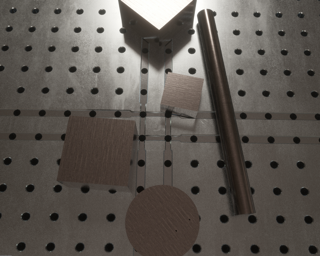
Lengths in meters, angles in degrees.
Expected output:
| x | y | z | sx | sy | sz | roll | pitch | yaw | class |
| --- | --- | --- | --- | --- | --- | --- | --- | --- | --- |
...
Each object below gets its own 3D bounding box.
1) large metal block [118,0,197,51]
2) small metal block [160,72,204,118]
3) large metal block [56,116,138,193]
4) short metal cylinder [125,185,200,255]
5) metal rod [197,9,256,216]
| x | y | z | sx | sy | sz | roll | pitch | yaw | class |
| --- | --- | --- | --- | --- | --- | --- | --- | --- | --- |
| -0.003 | -0.178 | 0.464 | 0.080 | 0.050 | 0.080 | 41 | 75 | 13 | large metal block |
| 0.030 | -0.045 | 0.429 | 0.050 | 0.025 | 0.050 | 12 | 70 | 4 | small metal block |
| -0.073 | 0.034 | 0.385 | 0.081 | 0.050 | 0.080 | 5 | 70 | 1 | large metal block |
| 0.003 | 0.110 | 0.358 | 0.081 | 0.050 | 0.080 | 0 | 70 | 0 | short metal cylinder |
| 0.086 | -0.035 | 0.425 | 0.025 | 0.025 | 0.299 | -6 | 70 | -3 | metal rod |
